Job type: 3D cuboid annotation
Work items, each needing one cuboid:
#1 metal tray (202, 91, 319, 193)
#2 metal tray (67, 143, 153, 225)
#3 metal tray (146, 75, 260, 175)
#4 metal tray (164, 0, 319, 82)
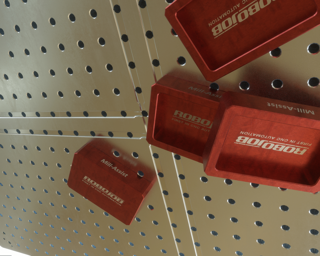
[{"bbox_3d":[0.119,0.017,0.324,0.131,0.030,0.089,10,124,-3],"label":"metal tray"},{"bbox_3d":[-0.086,0.094,0.513,0.130,0.030,0.089,31,129,8],"label":"metal tray"},{"bbox_3d":[0.051,-0.003,0.379,0.130,0.030,0.089,19,126,17],"label":"metal tray"},{"bbox_3d":[0.080,-0.112,0.296,0.130,0.030,0.090,-26,104,37],"label":"metal tray"}]
